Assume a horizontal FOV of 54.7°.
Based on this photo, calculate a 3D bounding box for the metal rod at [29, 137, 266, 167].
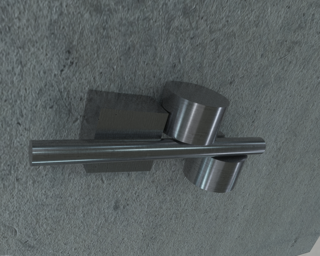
[{"bbox_3d":[0.010,0.024,0.364,0.303,0.025,0.025,0,118,-30],"label":"metal rod"}]

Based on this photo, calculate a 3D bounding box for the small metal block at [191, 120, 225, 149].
[{"bbox_3d":[0.051,0.008,0.425,0.050,0.050,0.025,1,118,-29],"label":"small metal block"}]

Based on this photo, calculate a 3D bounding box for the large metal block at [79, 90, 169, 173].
[{"bbox_3d":[-0.046,0.005,0.367,0.081,0.050,0.079,3,117,-30],"label":"large metal block"}]

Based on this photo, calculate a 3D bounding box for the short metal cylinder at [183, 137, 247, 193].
[{"bbox_3d":[0.078,0.048,0.447,0.081,0.080,0.050,0,119,-29],"label":"short metal cylinder"}]

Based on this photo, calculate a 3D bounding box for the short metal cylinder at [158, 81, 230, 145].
[{"bbox_3d":[0.039,-0.020,0.384,0.081,0.080,0.050,2,118,-30],"label":"short metal cylinder"}]
